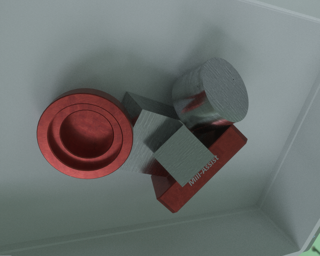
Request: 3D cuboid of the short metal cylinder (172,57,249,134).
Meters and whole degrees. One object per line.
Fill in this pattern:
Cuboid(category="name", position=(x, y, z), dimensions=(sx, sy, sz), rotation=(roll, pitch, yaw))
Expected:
Cuboid(category="short metal cylinder", position=(0.061, -0.038, 0.375), dimensions=(0.081, 0.080, 0.050), rotation=(17, 153, -35))

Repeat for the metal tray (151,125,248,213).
Cuboid(category="metal tray", position=(0.047, 0.043, 0.417), dimensions=(0.130, 0.090, 0.030), rotation=(-45, 102, 3))

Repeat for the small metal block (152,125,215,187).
Cuboid(category="small metal block", position=(0.028, 0.032, 0.361), dimensions=(0.050, 0.050, 0.025), rotation=(-44, 168, 3))

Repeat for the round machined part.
Cuboid(category="round machined part", position=(-0.079, 0.003, 0.341), dimensions=(0.099, 0.042, 0.097), rotation=(-2, 111, -4))

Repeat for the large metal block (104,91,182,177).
Cuboid(category="large metal block", position=(-0.016, 0.010, 0.390), dimensions=(0.081, 0.050, 0.080), rotation=(16, 110, -35))
